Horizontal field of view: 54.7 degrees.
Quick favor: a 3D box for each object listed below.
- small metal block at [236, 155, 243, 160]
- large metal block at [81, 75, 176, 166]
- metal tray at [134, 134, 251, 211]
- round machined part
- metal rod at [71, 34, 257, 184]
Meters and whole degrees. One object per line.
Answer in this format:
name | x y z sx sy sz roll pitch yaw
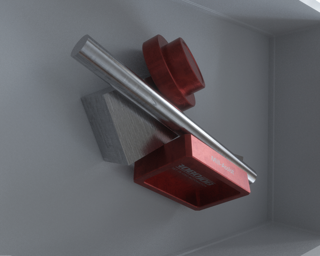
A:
small metal block | 0.095 0.064 0.470 0.025 0.050 0.050 19 78 -39
large metal block | -0.033 -0.012 0.362 0.081 0.050 0.080 -29 108 -37
metal tray | 0.042 0.063 0.396 0.130 0.090 0.030 33 42 -36
round machined part | 0.022 -0.071 0.380 0.098 0.042 0.098 54 20 -30
metal rod | 0.028 -0.002 0.363 0.301 0.025 0.025 36 68 -35
